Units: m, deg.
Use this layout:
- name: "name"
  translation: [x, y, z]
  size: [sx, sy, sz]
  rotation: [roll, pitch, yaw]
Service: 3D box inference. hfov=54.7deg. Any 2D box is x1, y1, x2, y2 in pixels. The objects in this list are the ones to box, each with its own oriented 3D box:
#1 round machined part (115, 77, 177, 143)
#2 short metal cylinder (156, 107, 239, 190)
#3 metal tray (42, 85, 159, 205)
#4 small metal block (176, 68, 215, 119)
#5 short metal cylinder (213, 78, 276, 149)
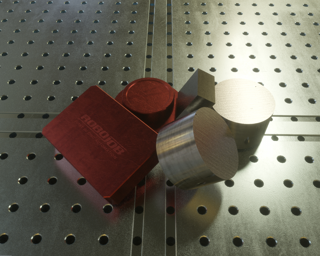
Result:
- name: "round machined part"
  translation: [-0.015, -0.031, 0.417]
  size: [0.099, 0.042, 0.098]
  rotation: [0, 50, 0]
- name: "short metal cylinder"
  translation: [0.042, 0.023, 0.339]
  size: [0.050, 0.080, 0.080]
  rotation: [-26, 38, 37]
- name: "metal tray"
  translation: [-0.067, 0.015, 0.371]
  size: [0.130, 0.030, 0.090]
  rotation: [38, 74, 27]
- name: "small metal block"
  translation: [0.045, -0.039, 0.395]
  size: [0.025, 0.050, 0.050]
  rotation: [23, 47, -18]
- name: "short metal cylinder"
  translation: [0.102, -0.019, 0.404]
  size: [0.081, 0.050, 0.080]
  rotation: [0, 50, 0]
